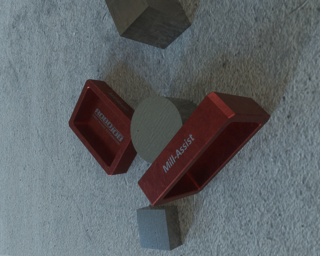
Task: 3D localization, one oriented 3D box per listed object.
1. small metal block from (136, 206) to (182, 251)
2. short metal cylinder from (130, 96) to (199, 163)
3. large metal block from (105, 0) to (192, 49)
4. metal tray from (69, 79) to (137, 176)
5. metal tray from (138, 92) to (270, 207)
[{"bbox_3d":[-0.002,0.130,0.406,0.050,0.025,0.050,-12,82,39],"label":"small metal block"},{"bbox_3d":[0.010,0.002,0.380,0.080,0.050,0.080,0,90,40],"label":"short metal cylinder"},{"bbox_3d":[-0.018,-0.152,0.384,0.050,0.081,0.080,-35,68,34],"label":"large metal block"},{"bbox_3d":[-0.082,-0.003,0.468,0.130,0.030,0.089,44,116,31],"label":"metal tray"},{"bbox_3d":[0.046,0.024,0.324,0.030,0.091,0.129,52,120,27],"label":"metal tray"}]
